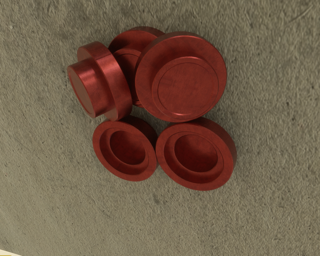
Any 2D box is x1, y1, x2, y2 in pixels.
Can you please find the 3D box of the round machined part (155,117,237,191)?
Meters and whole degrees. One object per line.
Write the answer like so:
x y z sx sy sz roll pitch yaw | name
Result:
0.047 0.027 0.388 0.098 0.042 0.097 13 124 20 | round machined part

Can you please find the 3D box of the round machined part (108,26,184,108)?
-0.024 -0.066 0.367 0.098 0.042 0.097 13 124 20 | round machined part

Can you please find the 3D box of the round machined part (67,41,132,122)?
-0.077 -0.051 0.374 0.098 0.042 0.097 47 154 32 | round machined part

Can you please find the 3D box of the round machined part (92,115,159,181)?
-0.041 0.023 0.431 0.098 0.042 0.097 13 124 20 | round machined part

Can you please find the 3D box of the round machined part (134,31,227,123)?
0.023 -0.048 0.326 0.099 0.042 0.097 -4 120 -6 | round machined part
